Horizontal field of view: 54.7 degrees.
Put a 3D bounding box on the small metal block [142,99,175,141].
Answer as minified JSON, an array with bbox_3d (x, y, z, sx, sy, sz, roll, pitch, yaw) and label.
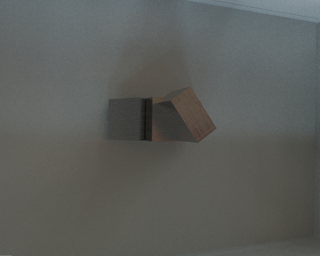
[{"bbox_3d":[-0.003,-0.009,0.394,0.025,0.050,0.050,1,90,-20],"label":"small metal block"}]

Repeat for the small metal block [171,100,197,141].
[{"bbox_3d":[0.032,-0.009,0.405,0.025,0.050,0.050,1,90,14],"label":"small metal block"}]

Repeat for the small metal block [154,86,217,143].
[{"bbox_3d":[0.025,-0.013,0.324,0.025,0.050,0.050,-37,102,-16],"label":"small metal block"}]

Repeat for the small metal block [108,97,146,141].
[{"bbox_3d":[-0.036,-0.010,0.379,0.025,0.050,0.050,1,90,-54],"label":"small metal block"}]

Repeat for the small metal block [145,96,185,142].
[{"bbox_3d":[0.011,-0.009,0.359,0.050,0.025,0.050,1,90,-20],"label":"small metal block"}]
